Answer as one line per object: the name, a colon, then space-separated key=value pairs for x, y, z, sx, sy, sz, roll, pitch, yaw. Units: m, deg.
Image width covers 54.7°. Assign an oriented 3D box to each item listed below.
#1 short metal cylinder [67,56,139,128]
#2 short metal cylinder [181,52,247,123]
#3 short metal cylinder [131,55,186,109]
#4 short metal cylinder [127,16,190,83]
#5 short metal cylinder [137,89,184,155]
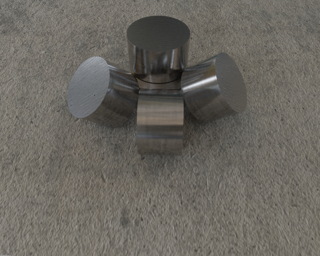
short metal cylinder: x=-0.074 y=-0.045 z=0.399 sx=0.080 sy=0.050 sz=0.080 roll=-13 pitch=68 yaw=36
short metal cylinder: x=0.072 y=-0.052 z=0.406 sx=0.050 sy=0.080 sz=0.080 roll=-18 pitch=39 yaw=37
short metal cylinder: x=0.000 y=-0.059 z=0.438 sx=0.081 sy=0.050 sz=0.080 roll=0 pitch=50 yaw=0
short metal cylinder: x=-0.002 y=-0.105 z=0.411 sx=0.081 sy=0.050 sz=0.080 roll=0 pitch=50 yaw=0
short metal cylinder: x=0.001 y=-0.007 z=0.374 sx=0.050 sy=0.080 sz=0.080 roll=1 pitch=50 yaw=1
